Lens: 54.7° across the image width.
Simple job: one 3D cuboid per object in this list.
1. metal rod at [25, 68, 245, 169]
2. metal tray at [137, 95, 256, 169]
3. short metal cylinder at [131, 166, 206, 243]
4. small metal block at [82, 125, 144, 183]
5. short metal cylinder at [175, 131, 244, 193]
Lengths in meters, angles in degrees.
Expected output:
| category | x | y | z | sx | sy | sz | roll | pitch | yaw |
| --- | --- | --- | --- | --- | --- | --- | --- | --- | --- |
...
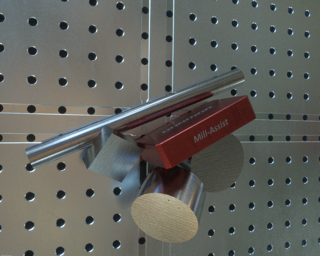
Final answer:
| category | x | y | z | sx | sy | sz | roll | pitch | yaw |
| --- | --- | --- | --- | --- | --- | --- | --- | --- | --- |
| metal rod | -0.017 | -0.020 | 0.402 | 0.302 | 0.025 | 0.025 | -23 | 98 | -19 |
| metal tray | 0.042 | 0.002 | 0.390 | 0.131 | 0.090 | 0.030 | -28 | 100 | -18 |
| short metal cylinder | 0.012 | 0.092 | 0.377 | 0.080 | 0.080 | 0.050 | 49 | 34 | -14 |
| small metal block | -0.056 | 0.032 | 0.375 | 0.050 | 0.025 | 0.050 | 31 | 96 | -37 |
| short metal cylinder | 0.064 | 0.040 | 0.414 | 0.081 | 0.050 | 0.079 | -4 | 100 | -24 |
